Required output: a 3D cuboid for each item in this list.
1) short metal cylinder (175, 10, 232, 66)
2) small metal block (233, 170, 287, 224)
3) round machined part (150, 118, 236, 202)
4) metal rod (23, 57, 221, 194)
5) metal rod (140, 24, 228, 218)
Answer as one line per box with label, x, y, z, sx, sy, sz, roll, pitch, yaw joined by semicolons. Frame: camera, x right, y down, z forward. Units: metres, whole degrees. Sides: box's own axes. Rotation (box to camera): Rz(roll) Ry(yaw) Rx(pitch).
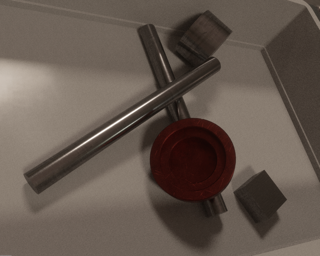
short metal cylinder;0.069;-0.139;0.495;0.050;0.080;0.080;42;51;0
small metal block;0.138;0.093;0.425;0.050;0.025;0.050;-27;77;-37
round machined part;0.040;0.040;0.373;0.098;0.042;0.098;-3;70;9
metal rod;-0.023;-0.020;0.384;0.302;0.025;0.025;-36;82;-32
metal rod;0.026;-0.025;0.436;0.025;0.025;0.299;-5;64;-31
